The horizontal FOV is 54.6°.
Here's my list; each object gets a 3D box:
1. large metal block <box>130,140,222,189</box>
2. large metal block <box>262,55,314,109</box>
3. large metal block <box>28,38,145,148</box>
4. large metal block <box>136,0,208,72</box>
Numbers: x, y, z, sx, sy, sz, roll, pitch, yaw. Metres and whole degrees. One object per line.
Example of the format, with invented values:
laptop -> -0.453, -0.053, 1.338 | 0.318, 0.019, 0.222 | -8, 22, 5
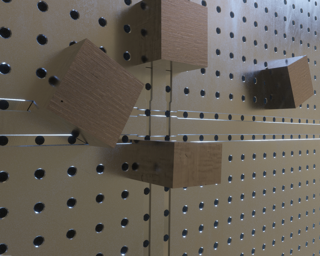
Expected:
large metal block -> 0.020, 0.042, 0.389 | 0.081, 0.080, 0.050 | 4, 88, -40
large metal block -> 0.249, -0.088, 0.599 | 0.081, 0.050, 0.080 | -29, 108, -36
large metal block -> -0.075, -0.033, 0.329 | 0.080, 0.050, 0.080 | 36, 68, -34
large metal block -> 0.016, -0.120, 0.405 | 0.081, 0.050, 0.080 | 0, 90, -40
